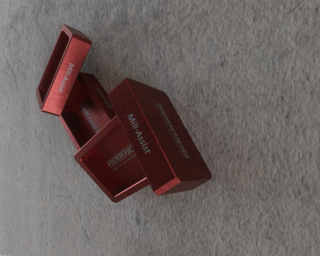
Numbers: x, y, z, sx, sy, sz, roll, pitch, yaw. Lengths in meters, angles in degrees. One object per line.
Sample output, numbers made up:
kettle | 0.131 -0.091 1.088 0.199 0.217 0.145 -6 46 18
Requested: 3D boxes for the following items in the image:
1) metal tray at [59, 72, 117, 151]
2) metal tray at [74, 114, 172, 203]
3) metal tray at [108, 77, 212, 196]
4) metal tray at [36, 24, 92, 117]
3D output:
metal tray | -0.110 -0.014 0.489 0.090 0.030 0.130 -52 60 27
metal tray | -0.048 0.038 0.402 0.090 0.030 0.129 50 132 -4
metal tray | 0.001 0.009 0.357 0.030 0.090 0.130 -37 67 22
metal tray | -0.159 -0.095 0.501 0.129 0.030 0.090 -62 34 14
